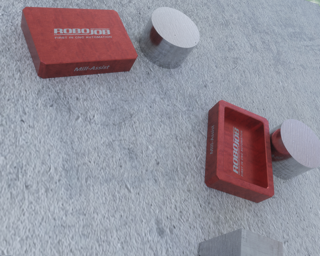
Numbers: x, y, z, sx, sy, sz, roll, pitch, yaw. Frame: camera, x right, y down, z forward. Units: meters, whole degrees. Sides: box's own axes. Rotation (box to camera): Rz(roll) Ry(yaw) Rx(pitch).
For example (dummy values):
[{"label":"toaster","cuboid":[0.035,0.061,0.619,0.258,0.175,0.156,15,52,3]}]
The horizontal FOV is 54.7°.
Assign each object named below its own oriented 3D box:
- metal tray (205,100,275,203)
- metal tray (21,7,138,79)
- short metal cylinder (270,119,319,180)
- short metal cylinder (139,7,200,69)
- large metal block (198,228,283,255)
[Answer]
[{"label":"metal tray","cuboid":[0.113,0.031,0.442,0.091,0.030,0.130,21,54,-16]},{"label":"metal tray","cuboid":[-0.105,-0.116,0.415,0.131,0.030,0.090,-12,68,-33]},{"label":"short metal cylinder","cuboid":[0.199,0.033,0.475,0.081,0.050,0.080,14,56,-21]},{"label":"short metal cylinder","cuboid":[0.014,-0.139,0.480,0.081,0.050,0.080,14,56,-21]},{"label":"large metal block","cuboid":[0.078,0.157,0.315,0.050,0.080,0.080,23,53,-15]}]
